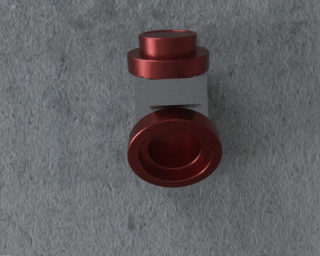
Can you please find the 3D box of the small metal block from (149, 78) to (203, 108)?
[{"bbox_3d":[0.015,-0.034,0.318,0.050,0.050,0.025,-3,90,0],"label":"small metal block"}]

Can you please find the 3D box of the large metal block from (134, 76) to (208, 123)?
[{"bbox_3d":[0.012,-0.032,0.383,0.081,0.080,0.050,-2,90,-1],"label":"large metal block"}]

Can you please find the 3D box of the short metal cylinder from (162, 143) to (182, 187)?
[{"bbox_3d":[0.013,0.033,0.400,0.081,0.050,0.079,0,90,-1],"label":"short metal cylinder"}]

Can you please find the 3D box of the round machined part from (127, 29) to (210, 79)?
[{"bbox_3d":[0.010,-0.092,0.371,0.099,0.098,0.042,-2,115,-1],"label":"round machined part"}]

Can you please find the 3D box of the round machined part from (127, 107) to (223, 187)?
[{"bbox_3d":[0.015,0.017,0.337,0.099,0.042,0.097,-1,129,-1],"label":"round machined part"}]
